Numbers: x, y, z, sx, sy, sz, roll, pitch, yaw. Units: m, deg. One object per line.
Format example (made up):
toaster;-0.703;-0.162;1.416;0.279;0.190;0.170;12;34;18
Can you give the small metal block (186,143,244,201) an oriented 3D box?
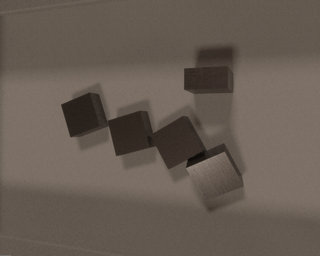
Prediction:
small metal block;0.067;0.054;0.378;0.050;0.025;0.050;-26;104;17

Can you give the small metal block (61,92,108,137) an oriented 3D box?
small metal block;-0.108;-0.018;0.447;0.050;0.025;0.050;-20;84;18

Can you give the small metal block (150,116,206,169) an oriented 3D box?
small metal block;0.024;0.019;0.401;0.050;0.025;0.050;-31;80;17

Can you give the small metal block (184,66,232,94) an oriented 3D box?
small metal block;0.060;-0.057;0.376;0.050;0.050;0.025;1;90;19

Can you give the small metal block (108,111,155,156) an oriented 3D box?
small metal block;-0.038;0.008;0.423;0.050;0.025;0.050;-16;85;19
